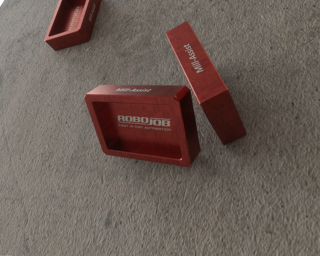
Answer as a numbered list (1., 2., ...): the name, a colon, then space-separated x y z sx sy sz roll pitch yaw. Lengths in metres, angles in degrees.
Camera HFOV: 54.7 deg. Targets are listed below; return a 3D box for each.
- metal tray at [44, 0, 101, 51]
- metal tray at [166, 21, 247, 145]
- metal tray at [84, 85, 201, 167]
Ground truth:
1. metal tray: -0.175 -0.223 0.629 0.090 0.030 0.130 -7 58 24
2. metal tray: 0.054 -0.054 0.366 0.030 0.090 0.130 -27 52 11
3. metal tray: -0.022 -0.005 0.375 0.130 0.089 0.030 5 33 30
